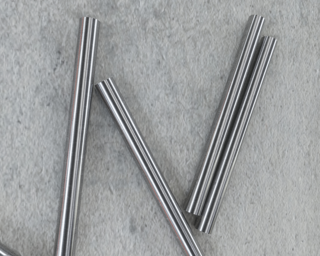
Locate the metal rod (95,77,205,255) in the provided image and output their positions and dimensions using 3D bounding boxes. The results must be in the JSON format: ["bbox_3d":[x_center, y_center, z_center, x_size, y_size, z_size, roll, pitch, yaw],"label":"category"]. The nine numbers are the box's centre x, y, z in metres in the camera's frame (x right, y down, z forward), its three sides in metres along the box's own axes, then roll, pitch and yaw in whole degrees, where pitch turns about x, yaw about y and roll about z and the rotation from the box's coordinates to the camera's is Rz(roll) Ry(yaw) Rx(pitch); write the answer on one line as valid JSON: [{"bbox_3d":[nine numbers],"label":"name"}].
[{"bbox_3d":[-0.004,0.074,0.408,0.025,0.025,0.299,-30,100,-18],"label":"metal rod"}]

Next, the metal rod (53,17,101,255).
[{"bbox_3d":[-0.100,0.018,0.372,0.025,0.025,0.298,7,88,-20],"label":"metal rod"}]

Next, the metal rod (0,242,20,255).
[{"bbox_3d":[-0.239,0.083,0.320,0.300,0.025,0.025,45,76,-15],"label":"metal rod"}]

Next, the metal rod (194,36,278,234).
[{"bbox_3d":[0.113,0.005,0.452,0.025,0.025,0.299,24,82,-19],"label":"metal rod"}]

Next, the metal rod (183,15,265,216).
[{"bbox_3d":[0.094,-0.023,0.445,0.025,0.025,0.299,23,82,-19],"label":"metal rod"}]
